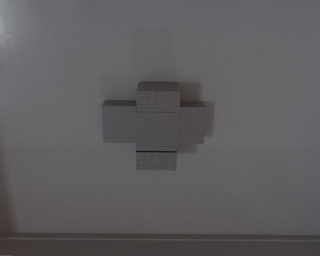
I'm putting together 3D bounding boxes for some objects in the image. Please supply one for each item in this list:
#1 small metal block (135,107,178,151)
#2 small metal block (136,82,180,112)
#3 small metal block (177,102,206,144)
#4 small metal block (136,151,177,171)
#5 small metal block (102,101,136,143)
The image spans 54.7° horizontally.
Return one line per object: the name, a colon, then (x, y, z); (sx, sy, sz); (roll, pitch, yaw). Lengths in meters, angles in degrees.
small metal block: (-0.004, 0.001, 0.382); (0.050, 0.025, 0.050); (1, 110, -1)
small metal block: (-0.002, -0.039, 0.381); (0.050, 0.050, 0.025); (1, 110, -1)
small metal block: (0.032, -0.007, 0.407); (0.050, 0.025, 0.050); (1, 110, -1)
small metal block: (-0.005, 0.033, 0.406); (0.050, 0.050, 0.025); (1, 110, -1)
small metal block: (-0.048, -0.008, 0.405); (0.050, 0.025, 0.050); (1, 110, -1)
